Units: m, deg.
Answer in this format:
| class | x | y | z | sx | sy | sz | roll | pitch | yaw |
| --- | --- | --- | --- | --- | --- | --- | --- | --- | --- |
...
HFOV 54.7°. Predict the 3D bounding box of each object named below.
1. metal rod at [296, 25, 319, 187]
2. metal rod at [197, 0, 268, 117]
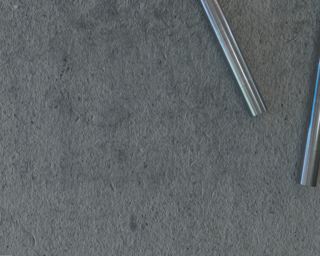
| class | x | y | z | sx | sy | sz | roll | pitch | yaw |
| --- | --- | --- | --- | --- | --- | --- | --- | --- | --- |
| metal rod | 0.217 | -0.072 | 0.411 | 0.025 | 0.025 | 0.298 | 8 | 90 | 0 |
| metal rod | 0.069 | -0.156 | 0.410 | 0.025 | 0.025 | 0.299 | -25 | 90 | 0 |
